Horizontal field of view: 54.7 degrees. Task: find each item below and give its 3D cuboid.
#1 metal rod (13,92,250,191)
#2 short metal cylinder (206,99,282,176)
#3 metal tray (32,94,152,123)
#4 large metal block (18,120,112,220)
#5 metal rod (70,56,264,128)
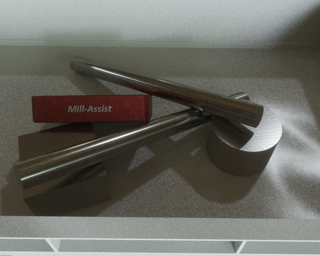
[{"bbox_3d":[-0.004,0.002,0.353,0.302,0.025,0.025,-19,52,-33],"label":"metal rod"},{"bbox_3d":[0.100,0.011,0.378,0.081,0.050,0.080,0,50,0],"label":"short metal cylinder"},{"bbox_3d":[-0.077,-0.026,0.385,0.131,0.030,0.090,-1,6,1],"label":"metal tray"},{"bbox_3d":[-0.105,0.044,0.345,0.081,0.050,0.080,-15,52,-13],"label":"large metal block"},{"bbox_3d":[-0.013,-0.057,0.413,0.300,0.025,0.025,21,52,31],"label":"metal rod"}]
